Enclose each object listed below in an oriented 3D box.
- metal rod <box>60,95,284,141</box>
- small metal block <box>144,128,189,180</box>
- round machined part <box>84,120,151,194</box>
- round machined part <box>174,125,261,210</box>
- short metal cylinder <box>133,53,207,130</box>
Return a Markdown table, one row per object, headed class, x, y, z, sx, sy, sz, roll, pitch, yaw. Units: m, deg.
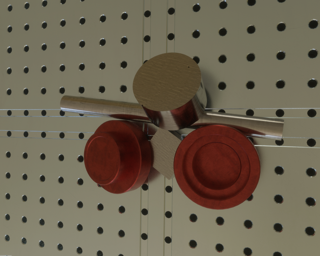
| class | x | y | z | sx | sy | sz | roll | pitch | yaw |
| --- | --- | --- | --- | --- | --- | --- | --- | --- | --- |
| metal rod | 0.001 | -0.017 | 0.408 | 0.301 | 0.025 | 0.025 | 8 | 93 | 19 |
| small metal block | 0.011 | 0.031 | 0.405 | 0.050 | 0.025 | 0.050 | 38 | 102 | 16 |
| round machined part | -0.062 | 0.038 | 0.408 | 0.098 | 0.042 | 0.097 | 1 | 91 | 38 |
| round machined part | 0.069 | 0.044 | 0.373 | 0.098 | 0.042 | 0.097 | 1 | 93 | 17 |
| short metal cylinder | 0.013 | -0.044 | 0.375 | 0.080 | 0.050 | 0.080 | -6 | 63 | 13 |
